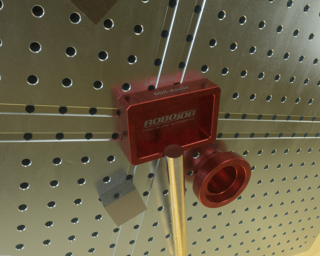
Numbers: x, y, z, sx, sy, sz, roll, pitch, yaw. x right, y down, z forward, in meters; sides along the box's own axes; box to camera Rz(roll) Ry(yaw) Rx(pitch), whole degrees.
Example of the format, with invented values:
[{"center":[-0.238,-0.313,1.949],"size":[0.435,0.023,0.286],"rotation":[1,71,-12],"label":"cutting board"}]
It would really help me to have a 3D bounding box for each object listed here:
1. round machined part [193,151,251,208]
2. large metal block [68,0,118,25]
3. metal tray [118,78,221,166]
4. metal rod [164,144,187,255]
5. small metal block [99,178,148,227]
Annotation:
[{"center":[0.095,0.079,0.504],"size":[0.099,0.042,0.097],"rotation":[-14,124,-21],"label":"round machined part"},{"center":[-0.064,-0.152,0.267],"size":[0.080,0.050,0.080],"rotation":[-47,130,4],"label":"large metal block"},{"center":[0.015,-0.009,0.411],"size":[0.131,0.030,0.089],"rotation":[-14,125,-21],"label":"metal tray"},{"center":[0.030,0.142,0.496],"size":[0.025,0.025,0.298],"rotation":[-21,133,-16],"label":"metal rod"},{"center":[-0.053,0.109,0.451],"size":[0.050,0.025,0.050],"rotation":[-29,129,-10],"label":"small metal block"}]
